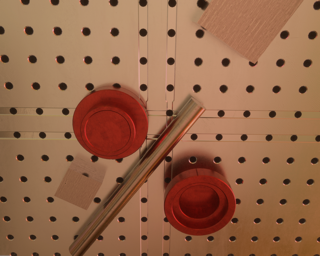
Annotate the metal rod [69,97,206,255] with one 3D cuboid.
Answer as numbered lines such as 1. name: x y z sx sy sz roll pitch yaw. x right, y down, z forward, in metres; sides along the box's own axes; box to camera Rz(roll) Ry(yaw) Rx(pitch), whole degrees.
1. metal rod: -0.040 0.080 0.442 0.025 0.025 0.299 35 106 -12

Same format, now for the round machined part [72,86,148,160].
1. round machined part: -0.065 -0.002 0.403 0.099 0.042 0.097 0 110 0

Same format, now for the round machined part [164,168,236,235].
1. round machined part: 0.055 0.100 0.442 0.099 0.042 0.097 0 110 0

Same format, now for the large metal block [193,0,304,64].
1. large metal block: 0.095 -0.132 0.352 0.080 0.050 0.080 32 107 -11

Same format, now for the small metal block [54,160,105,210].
1. small metal block: -0.114 0.082 0.442 0.050 0.025 0.050 28 108 -10
